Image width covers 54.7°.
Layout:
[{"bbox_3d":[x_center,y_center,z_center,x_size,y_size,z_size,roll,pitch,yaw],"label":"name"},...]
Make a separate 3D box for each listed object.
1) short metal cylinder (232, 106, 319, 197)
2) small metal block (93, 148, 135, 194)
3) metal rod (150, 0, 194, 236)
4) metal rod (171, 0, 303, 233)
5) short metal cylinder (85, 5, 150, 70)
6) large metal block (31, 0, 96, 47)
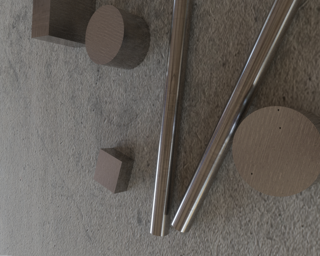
[{"bbox_3d":[0.117,0.020,0.292,0.080,0.050,0.080,0,90,40],"label":"short metal cylinder"},{"bbox_3d":[-0.069,0.062,0.462,0.050,0.025,0.050,24,105,37],"label":"small metal block"},{"bbox_3d":[0.014,-0.011,0.393,0.025,0.025,0.298,10,96,39],"label":"metal rod"},{"bbox_3d":[0.079,-0.011,0.339,0.025,0.025,0.298,34,111,34],"label":"metal rod"},{"bbox_3d":[-0.060,-0.126,0.439,0.080,0.050,0.080,0,90,40],"label":"short metal cylinder"},{"bbox_3d":[-0.153,-0.177,0.495,0.050,0.081,0.079,8,95,40],"label":"large metal block"}]
